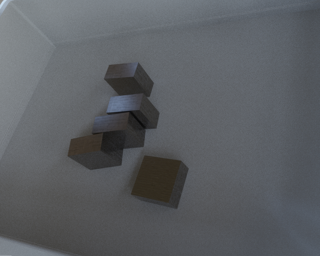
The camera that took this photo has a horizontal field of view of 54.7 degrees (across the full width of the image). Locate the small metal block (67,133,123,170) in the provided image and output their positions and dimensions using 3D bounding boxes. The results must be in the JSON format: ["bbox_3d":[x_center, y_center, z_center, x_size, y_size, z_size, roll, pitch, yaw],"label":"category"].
[{"bbox_3d":[-0.085,0.033,0.412,0.050,0.050,0.025,-11,58,22],"label":"small metal block"}]

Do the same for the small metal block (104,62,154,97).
[{"bbox_3d":[-0.045,-0.069,0.454,0.050,0.050,0.025,1,63,28],"label":"small metal block"}]

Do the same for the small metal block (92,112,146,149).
[{"bbox_3d":[-0.053,0.005,0.412,0.050,0.050,0.025,-7,59,22],"label":"small metal block"}]

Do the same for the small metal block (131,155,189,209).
[{"bbox_3d":[0.000,0.063,0.366,0.050,0.025,0.050,5,64,30],"label":"small metal block"}]

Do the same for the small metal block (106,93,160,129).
[{"bbox_3d":[-0.035,-0.021,0.419,0.050,0.050,0.025,-3,61,26],"label":"small metal block"}]
